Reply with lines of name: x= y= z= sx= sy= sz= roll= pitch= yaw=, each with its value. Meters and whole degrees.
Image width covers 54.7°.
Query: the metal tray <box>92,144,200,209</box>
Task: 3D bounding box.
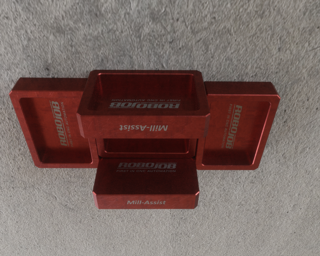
metal tray: x=-0.017 y=0.063 z=0.418 sx=0.131 sy=0.090 sz=0.030 roll=0 pitch=130 yaw=-1

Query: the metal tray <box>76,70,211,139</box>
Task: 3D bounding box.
metal tray: x=-0.016 y=-0.029 z=0.341 sx=0.131 sy=0.090 sz=0.030 roll=0 pitch=130 yaw=-1

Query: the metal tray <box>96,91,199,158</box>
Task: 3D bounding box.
metal tray: x=-0.017 y=-0.003 z=0.403 sx=0.131 sy=0.030 sz=0.089 roll=0 pitch=130 yaw=-1

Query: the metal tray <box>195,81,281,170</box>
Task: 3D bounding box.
metal tray: x=0.094 y=0.001 z=0.408 sx=0.091 sy=0.030 sz=0.129 roll=0 pitch=130 yaw=-1

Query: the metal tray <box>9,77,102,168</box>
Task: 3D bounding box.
metal tray: x=-0.127 y=-0.002 z=0.402 sx=0.091 sy=0.030 sz=0.129 roll=0 pitch=130 yaw=-1
